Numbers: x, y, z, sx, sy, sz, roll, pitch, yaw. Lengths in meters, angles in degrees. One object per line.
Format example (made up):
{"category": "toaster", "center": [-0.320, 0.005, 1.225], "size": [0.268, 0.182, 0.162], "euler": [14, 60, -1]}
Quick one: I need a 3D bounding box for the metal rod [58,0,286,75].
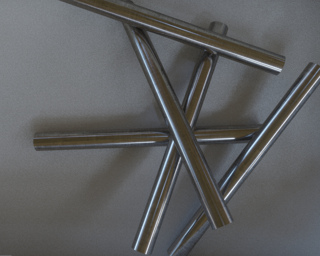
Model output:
{"category": "metal rod", "center": [0.006, -0.125, 0.378], "size": [0.302, 0.025, 0.025], "euler": [19, 90, -2]}

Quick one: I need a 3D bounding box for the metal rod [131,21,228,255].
{"category": "metal rod", "center": [0.029, 0.004, 0.386], "size": [0.025, 0.025, 0.299], "euler": [20, 80, 0]}

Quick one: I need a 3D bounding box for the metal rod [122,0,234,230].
{"category": "metal rod", "center": [0.010, -0.029, 0.370], "size": [0.025, 0.025, 0.299], "euler": [-23, 74, 0]}

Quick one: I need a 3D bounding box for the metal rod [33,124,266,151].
{"category": "metal rod", "center": [-0.012, 0.012, 0.411], "size": [0.302, 0.025, 0.025], "euler": [-2, 90, 0]}

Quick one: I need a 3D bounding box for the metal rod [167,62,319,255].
{"category": "metal rod", "center": [0.105, 0.049, 0.392], "size": [0.025, 0.025, 0.299], "euler": [35, 98, 0]}
